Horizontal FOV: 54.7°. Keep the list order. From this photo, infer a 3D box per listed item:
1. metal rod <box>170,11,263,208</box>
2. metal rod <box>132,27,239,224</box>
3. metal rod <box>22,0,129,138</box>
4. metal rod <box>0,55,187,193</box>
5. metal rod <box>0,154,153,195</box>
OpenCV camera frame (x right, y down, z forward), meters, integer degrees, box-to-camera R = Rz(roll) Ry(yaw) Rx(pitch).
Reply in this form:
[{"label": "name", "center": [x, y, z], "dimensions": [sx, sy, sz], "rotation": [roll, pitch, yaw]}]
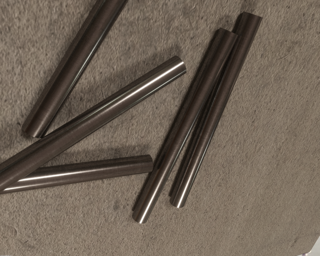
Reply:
[{"label": "metal rod", "center": [0.071, -0.011, 0.441], "dimensions": [0.025, 0.025, 0.298], "rotation": [4, 116, -31]}, {"label": "metal rod", "center": [0.027, 0.010, 0.429], "dimensions": [0.025, 0.025, 0.298], "rotation": [12, 113, -34]}, {"label": "metal rod", "center": [-0.053, -0.116, 0.306], "dimensions": [0.025, 0.025, 0.299], "rotation": [27, 104, -38]}, {"label": "metal rod", "center": [-0.097, 0.006, 0.339], "dimensions": [0.301, 0.025, 0.025], "rotation": [-34, 130, -13]}, {"label": "metal rod", "center": [-0.150, 0.060, 0.362], "dimensions": [0.303, 0.025, 0.025], "rotation": [-5, 121, -27]}]
